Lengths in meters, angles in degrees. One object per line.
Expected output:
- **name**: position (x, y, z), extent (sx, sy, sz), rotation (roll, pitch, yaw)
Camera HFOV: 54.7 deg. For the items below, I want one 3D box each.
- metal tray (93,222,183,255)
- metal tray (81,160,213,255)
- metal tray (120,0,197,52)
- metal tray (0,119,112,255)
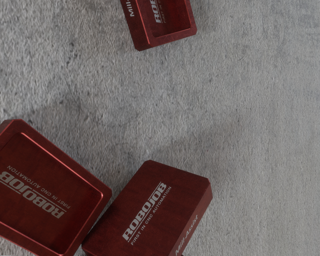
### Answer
- **metal tray**: position (-0.043, 0.165, 0.323), extent (0.131, 0.090, 0.030), rotation (-30, 128, -36)
- **metal tray**: position (-0.010, 0.100, 0.341), extent (0.131, 0.090, 0.030), rotation (-51, 141, -35)
- **metal tray**: position (-0.007, -0.173, 0.394), extent (0.091, 0.030, 0.129), rotation (-28, 108, -36)
- **metal tray**: position (-0.120, 0.064, 0.300), extent (0.130, 0.030, 0.090), rotation (47, 62, -30)
